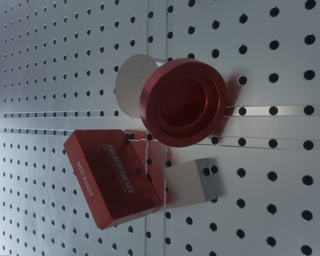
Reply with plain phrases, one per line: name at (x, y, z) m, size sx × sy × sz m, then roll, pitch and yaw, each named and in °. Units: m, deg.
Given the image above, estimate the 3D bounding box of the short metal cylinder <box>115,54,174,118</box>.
short metal cylinder at (-0.013, -0.052, 0.403) m, size 0.080 × 0.050 × 0.080 m, roll 0°, pitch 90°, yaw 40°

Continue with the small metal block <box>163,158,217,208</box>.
small metal block at (0.036, 0.068, 0.380) m, size 0.050 × 0.025 × 0.050 m, roll -22°, pitch 76°, yaw 38°

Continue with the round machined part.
round machined part at (0.023, -0.030, 0.349) m, size 0.042 × 0.099 × 0.097 m, roll 46°, pitch 120°, yaw 56°

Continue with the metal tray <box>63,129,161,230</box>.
metal tray at (-0.065, 0.062, 0.420) m, size 0.030 × 0.091 × 0.130 m, roll -44°, pitch 64°, yaw 31°
